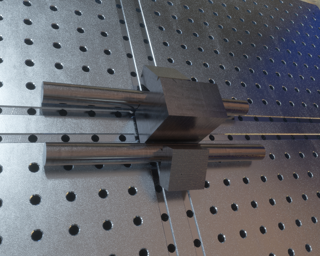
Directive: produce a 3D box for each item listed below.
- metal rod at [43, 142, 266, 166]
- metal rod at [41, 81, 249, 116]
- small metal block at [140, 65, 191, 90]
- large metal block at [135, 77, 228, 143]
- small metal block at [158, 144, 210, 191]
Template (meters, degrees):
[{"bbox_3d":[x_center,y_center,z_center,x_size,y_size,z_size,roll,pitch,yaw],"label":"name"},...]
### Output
[{"bbox_3d":[0.014,0.032,0.392,0.303,0.025,0.025,2,61,-27],"label":"metal rod"},{"bbox_3d":[-0.001,-0.036,0.424,0.303,0.025,0.025,2,61,-27],"label":"metal rod"},{"bbox_3d":[0.007,-0.066,0.433,0.050,0.025,0.050,1,27,-28],"label":"small metal block"},{"bbox_3d":[0.024,-0.016,0.390,0.081,0.080,0.050,2,61,-28],"label":"large metal block"},{"bbox_3d":[0.029,0.047,0.375,0.050,0.025,0.050,3,98,-27],"label":"small metal block"}]
